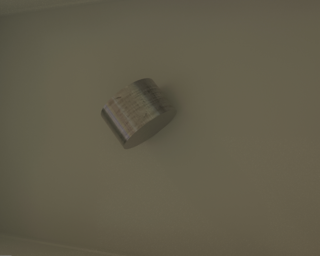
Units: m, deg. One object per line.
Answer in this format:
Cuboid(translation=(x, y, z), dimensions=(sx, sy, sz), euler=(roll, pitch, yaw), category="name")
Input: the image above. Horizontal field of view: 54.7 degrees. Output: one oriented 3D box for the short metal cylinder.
Cuboid(translation=(-0.026, -0.017, 0.390), dimensions=(0.080, 0.080, 0.050), euler=(-40, 78, 15), category="short metal cylinder")
